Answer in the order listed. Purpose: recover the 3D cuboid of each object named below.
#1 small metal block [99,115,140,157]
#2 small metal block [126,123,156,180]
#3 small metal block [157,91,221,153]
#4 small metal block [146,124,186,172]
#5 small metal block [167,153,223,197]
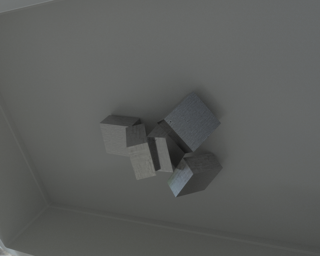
[{"bbox_3d":[-0.053,0.012,0.438,0.050,0.025,0.050,6,121,24],"label":"small metal block"},{"bbox_3d":[-0.025,0.029,0.397,0.025,0.050,0.050,-14,119,-1],"label":"small metal block"},{"bbox_3d":[0.034,-0.006,0.364,0.050,0.050,0.025,48,161,-6],"label":"small metal block"},{"bbox_3d":[0.010,0.021,0.397,0.025,0.050,0.050,1,119,27],"label":"small metal block"},{"bbox_3d":[0.044,0.061,0.400,0.025,0.050,0.050,58,136,32],"label":"small metal block"}]
